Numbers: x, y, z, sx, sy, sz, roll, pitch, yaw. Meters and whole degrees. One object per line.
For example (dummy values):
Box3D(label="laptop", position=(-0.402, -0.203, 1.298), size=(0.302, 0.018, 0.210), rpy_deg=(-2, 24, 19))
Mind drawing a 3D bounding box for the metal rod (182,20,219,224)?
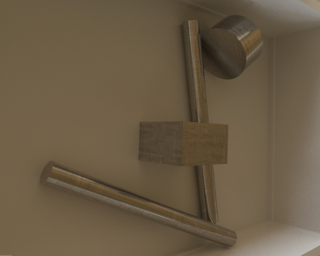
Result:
Box3D(label="metal rod", position=(0.061, -0.004, 0.459), size=(0.025, 0.025, 0.298), rpy_deg=(-11, 97, -40))

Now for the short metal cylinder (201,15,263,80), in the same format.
Box3D(label="short metal cylinder", position=(0.104, -0.119, 0.460), size=(0.050, 0.080, 0.080), rpy_deg=(-42, 116, -32))

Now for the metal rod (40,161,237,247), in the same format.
Box3D(label="metal rod", position=(-0.004, 0.107, 0.392), size=(0.301, 0.025, 0.025), rpy_deg=(29, 72, -32))

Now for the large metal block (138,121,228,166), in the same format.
Box3D(label="large metal block", position=(0.030, 0.019, 0.398), size=(0.081, 0.080, 0.050), rpy_deg=(3, 88, -40))
